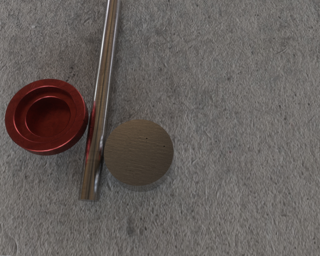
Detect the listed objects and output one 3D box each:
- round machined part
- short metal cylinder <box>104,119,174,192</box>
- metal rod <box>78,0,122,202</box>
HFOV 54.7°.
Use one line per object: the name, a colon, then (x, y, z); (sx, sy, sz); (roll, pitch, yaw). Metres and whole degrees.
round machined part: (-0.142, -0.011, 0.402); (0.099, 0.042, 0.098); (0, 70, 0)
short metal cylinder: (-0.024, 0.035, 0.382); (0.081, 0.050, 0.080); (0, 70, 0)
metal rod: (-0.078, -0.052, 0.426); (0.025, 0.025, 0.299); (3, 70, 1)
